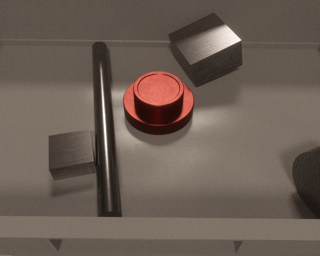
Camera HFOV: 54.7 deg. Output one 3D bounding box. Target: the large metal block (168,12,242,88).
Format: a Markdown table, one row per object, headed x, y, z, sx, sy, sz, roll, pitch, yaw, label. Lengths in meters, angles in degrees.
| x | y | z | sx | sy | sz | roll | pitch | yaw | label |
| --- | --- | --- | --- | --- | --- | --- | --- | --- | --- |
| 0.070 | -0.121 | 0.479 | 0.080 | 0.050 | 0.080 | -27 | 54 | -2 | large metal block |

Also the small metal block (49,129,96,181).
| x | y | z | sx | sy | sz | roll | pitch | yaw | label |
| --- | --- | --- | --- | --- | --- | --- | --- | --- | --- |
| -0.106 | 0.032 | 0.377 | 0.050 | 0.025 | 0.050 | -10 | 51 | -9 | small metal block |

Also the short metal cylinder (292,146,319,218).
| x | y | z | sx | sy | sz | roll | pitch | yaw | label |
| --- | --- | --- | --- | --- | --- | --- | --- | --- | --- |
| 0.189 | 0.055 | 0.326 | 0.050 | 0.080 | 0.080 | -19 | 53 | -16 | short metal cylinder |

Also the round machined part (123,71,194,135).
| x | y | z | sx | sy | sz | roll | pitch | yaw | label |
| --- | --- | --- | --- | --- | --- | --- | --- | --- | --- |
| -0.002 | -0.041 | 0.428 | 0.099 | 0.042 | 0.098 | 0 | 50 | 0 | round machined part |

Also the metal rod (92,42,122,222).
| x | y | z | sx | sy | sz | roll | pitch | yaw | label |
| --- | --- | --- | --- | --- | --- | --- | --- | --- | --- |
| -0.076 | -0.020 | 0.420 | 0.025 | 0.025 | 0.300 | -7 | 50 | -6 | metal rod |
